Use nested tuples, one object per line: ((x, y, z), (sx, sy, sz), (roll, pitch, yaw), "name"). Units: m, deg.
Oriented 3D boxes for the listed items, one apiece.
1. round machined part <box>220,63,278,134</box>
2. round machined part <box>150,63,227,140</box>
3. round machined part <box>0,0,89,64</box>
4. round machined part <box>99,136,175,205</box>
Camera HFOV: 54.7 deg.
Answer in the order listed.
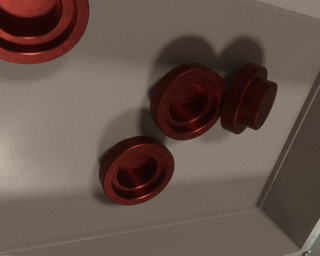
((0.125, -0.035, 0.420), (0.099, 0.042, 0.097), (-40, 144, -38), "round machined part")
((0.032, -0.036, 0.395), (0.099, 0.042, 0.097), (-14, 124, -21), "round machined part")
((-0.114, -0.106, 0.260), (0.099, 0.042, 0.097), (-18, 142, -15), "round machined part")
((-0.034, 0.052, 0.413), (0.099, 0.042, 0.097), (-14, 125, -21), "round machined part")
